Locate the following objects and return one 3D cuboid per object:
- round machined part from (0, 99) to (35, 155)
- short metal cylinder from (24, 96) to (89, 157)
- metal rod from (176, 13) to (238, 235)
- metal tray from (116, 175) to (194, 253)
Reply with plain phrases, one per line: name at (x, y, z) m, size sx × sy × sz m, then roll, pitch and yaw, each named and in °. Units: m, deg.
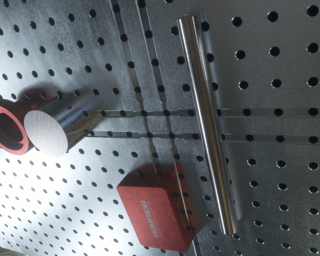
round machined part at (-0.246, -0.005, 0.527) m, size 0.098 × 0.042 × 0.097 m, roll 13°, pitch 124°, yaw 21°
short metal cylinder at (-0.159, -0.002, 0.478) m, size 0.080 × 0.050 × 0.079 m, roll 13°, pitch 124°, yaw 21°
metal rod at (0.065, 0.014, 0.385) m, size 0.025 × 0.025 × 0.298 m, roll -1°, pitch 118°, yaw 28°
metal tray at (-0.007, 0.137, 0.496) m, size 0.090 × 0.030 × 0.129 m, roll -4°, pitch 117°, yaw 30°
